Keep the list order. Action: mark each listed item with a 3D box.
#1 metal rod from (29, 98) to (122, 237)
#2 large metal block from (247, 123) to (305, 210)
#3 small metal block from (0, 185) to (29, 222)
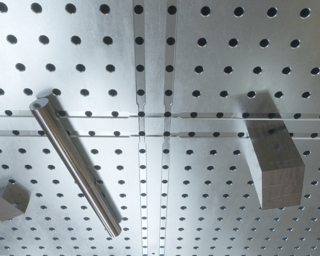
[{"bbox_3d":[-0.117,0.080,0.478,0.025,0.025,0.299,-10,130,8],"label":"metal rod"},{"bbox_3d":[0.155,0.052,0.422,0.050,0.080,0.080,-10,130,8],"label":"large metal block"},{"bbox_3d":[-0.259,0.126,0.515,0.050,0.025,0.050,-22,127,17],"label":"small metal block"}]
